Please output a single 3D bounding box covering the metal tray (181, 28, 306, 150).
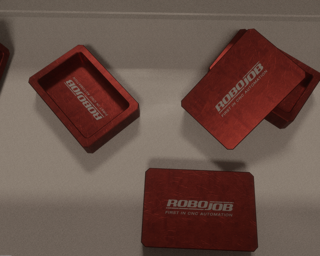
[{"bbox_3d":[0.103,-0.047,0.395,0.090,0.030,0.130,45,100,10],"label":"metal tray"}]

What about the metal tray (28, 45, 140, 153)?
[{"bbox_3d":[-0.101,-0.042,0.420,0.090,0.030,0.130,-40,75,-14],"label":"metal tray"}]

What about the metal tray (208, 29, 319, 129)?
[{"bbox_3d":[0.143,-0.071,0.434,0.130,0.030,0.090,35,73,11],"label":"metal tray"}]

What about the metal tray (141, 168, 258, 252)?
[{"bbox_3d":[0.046,0.098,0.372,0.131,0.030,0.090,2,70,0],"label":"metal tray"}]

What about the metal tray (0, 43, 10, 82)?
[{"bbox_3d":[-0.253,-0.068,0.394,0.030,0.090,0.130,1,69,19],"label":"metal tray"}]
